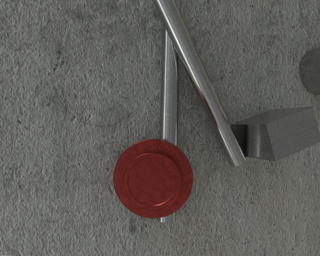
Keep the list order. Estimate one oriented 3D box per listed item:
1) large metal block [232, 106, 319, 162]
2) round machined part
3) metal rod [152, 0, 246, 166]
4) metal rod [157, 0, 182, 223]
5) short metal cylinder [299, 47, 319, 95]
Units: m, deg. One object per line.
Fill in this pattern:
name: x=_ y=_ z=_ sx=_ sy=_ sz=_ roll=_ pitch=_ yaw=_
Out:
large metal block: x=0.162 y=0.007 z=0.442 sx=0.081 sy=0.080 sz=0.050 roll=-19 pitch=97 yaw=-19
round machined part: x=-0.008 y=0.063 z=0.380 sx=0.099 sy=0.042 sz=0.097 roll=0 pitch=90 yaw=2
metal rod: x=0.047 y=-0.076 z=0.406 sx=0.025 sy=0.025 sz=0.299 roll=-34 pitch=109 yaw=-17
metal rod: x=0.013 y=-0.026 z=0.414 sx=0.025 sy=0.025 sz=0.298 roll=2 pitch=89 yaw=-20
short metal cylinder: x=0.276 y=-0.095 z=0.500 sx=0.081 sy=0.050 sz=0.079 roll=0 pitch=90 yaw=-21
